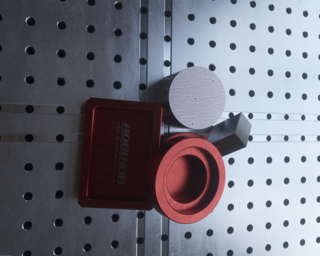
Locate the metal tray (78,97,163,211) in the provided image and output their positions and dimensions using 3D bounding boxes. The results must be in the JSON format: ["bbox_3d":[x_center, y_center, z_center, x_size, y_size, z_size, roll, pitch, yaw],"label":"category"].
[{"bbox_3d":[-0.048,0.032,0.381,0.091,0.030,0.129,5,88,-6],"label":"metal tray"}]

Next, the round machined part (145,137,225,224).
[{"bbox_3d":[0.026,0.058,0.363,0.099,0.042,0.097,-1,93,-31],"label":"round machined part"}]

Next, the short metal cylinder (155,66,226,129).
[{"bbox_3d":[0.040,-0.038,0.415,0.081,0.050,0.079,0,90,-21],"label":"short metal cylinder"}]

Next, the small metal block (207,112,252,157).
[{"bbox_3d":[0.094,0.011,0.425,0.025,0.050,0.050,49,40,-14],"label":"small metal block"}]

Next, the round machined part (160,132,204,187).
[{"bbox_3d":[0.035,0.054,0.416,0.099,0.042,0.097,0,90,-21],"label":"round machined part"}]
